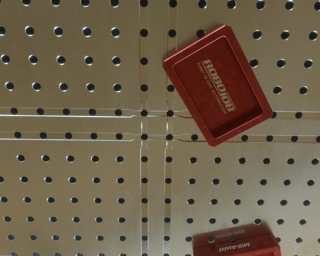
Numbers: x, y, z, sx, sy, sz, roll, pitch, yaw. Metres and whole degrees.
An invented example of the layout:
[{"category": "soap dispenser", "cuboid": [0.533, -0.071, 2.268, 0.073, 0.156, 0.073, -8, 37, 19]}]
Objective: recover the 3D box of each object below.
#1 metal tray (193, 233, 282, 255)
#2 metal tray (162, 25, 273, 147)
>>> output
[{"category": "metal tray", "cuboid": [0.126, 0.225, 0.494, 0.131, 0.030, 0.090, -14, 110, 5]}, {"category": "metal tray", "cuboid": [0.073, -0.051, 0.392, 0.090, 0.030, 0.130, -29, 108, 10]}]
